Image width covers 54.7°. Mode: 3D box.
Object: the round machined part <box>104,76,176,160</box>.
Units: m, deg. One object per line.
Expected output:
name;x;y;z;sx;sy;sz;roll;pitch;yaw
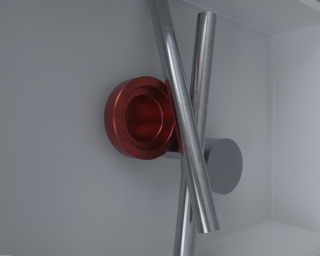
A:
round machined part;-0.025;-0.012;0.376;0.099;0.042;0.097;0;90;-40

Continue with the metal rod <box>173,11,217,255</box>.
metal rod;0.044;0.006;0.380;0.025;0.025;0.298;10;83;-40

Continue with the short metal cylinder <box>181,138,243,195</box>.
short metal cylinder;0.077;0.054;0.458;0.081;0.050;0.079;0;90;-40

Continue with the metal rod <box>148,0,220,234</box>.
metal rod;0.024;-0.032;0.365;0.025;0.025;0.299;0;73;-40

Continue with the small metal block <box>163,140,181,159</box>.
small metal block;0.024;0.014;0.413;0.025;0.050;0.050;36;68;-35
